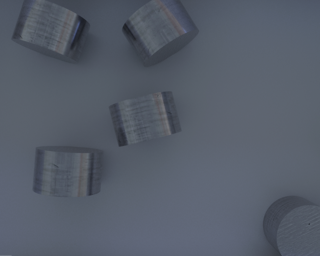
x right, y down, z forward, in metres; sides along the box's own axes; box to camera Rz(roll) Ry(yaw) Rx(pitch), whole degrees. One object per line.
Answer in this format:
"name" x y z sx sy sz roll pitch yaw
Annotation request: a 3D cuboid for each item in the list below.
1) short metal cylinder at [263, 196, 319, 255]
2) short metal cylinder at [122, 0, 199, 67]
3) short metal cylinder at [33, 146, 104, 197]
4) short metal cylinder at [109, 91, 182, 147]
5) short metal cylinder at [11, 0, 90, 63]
"short metal cylinder" 0.182 0.133 0.400 0.081 0.050 0.080 0 90 0
"short metal cylinder" 0.001 -0.119 0.384 0.080 0.080 0.050 -32 90 0
"short metal cylinder" -0.112 0.051 0.383 0.080 0.080 0.050 5 90 0
"short metal cylinder" -0.018 -0.011 0.384 0.080 0.080 0.050 -14 90 0
"short metal cylinder" -0.133 -0.118 0.383 0.080 0.080 0.050 18 90 0
